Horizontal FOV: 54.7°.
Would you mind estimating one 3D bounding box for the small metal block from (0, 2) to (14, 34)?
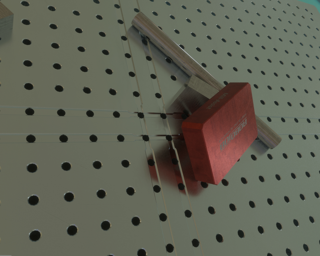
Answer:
[{"bbox_3d":[-0.217,-0.138,0.375,0.050,0.025,0.050,43,51,1],"label":"small metal block"}]

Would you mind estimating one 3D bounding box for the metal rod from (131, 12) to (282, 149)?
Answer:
[{"bbox_3d":[0.074,-0.076,0.496,0.300,0.025,0.025,42,51,0],"label":"metal rod"}]

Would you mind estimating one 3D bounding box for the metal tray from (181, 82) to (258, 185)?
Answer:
[{"bbox_3d":[0.087,0.003,0.419,0.131,0.030,0.089,-39,123,-39],"label":"metal tray"}]

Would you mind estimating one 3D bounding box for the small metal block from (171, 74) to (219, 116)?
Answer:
[{"bbox_3d":[0.052,-0.042,0.448,0.050,0.050,0.025,30,52,-9],"label":"small metal block"}]
